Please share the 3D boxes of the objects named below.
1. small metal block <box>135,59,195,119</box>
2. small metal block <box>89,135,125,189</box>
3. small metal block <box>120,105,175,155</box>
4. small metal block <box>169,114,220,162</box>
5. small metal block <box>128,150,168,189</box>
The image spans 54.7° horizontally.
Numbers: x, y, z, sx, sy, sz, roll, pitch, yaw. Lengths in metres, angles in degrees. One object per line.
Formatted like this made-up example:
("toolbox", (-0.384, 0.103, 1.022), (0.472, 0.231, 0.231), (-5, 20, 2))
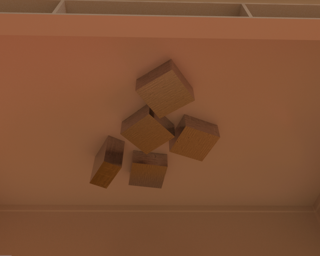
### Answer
("small metal block", (0.006, -0.046, 0.370), (0.050, 0.025, 0.050), (-27, 125, 21))
("small metal block", (-0.073, 0.047, 0.432), (0.025, 0.050, 0.050), (23, 126, -19))
("small metal block", (-0.016, 0.002, 0.410), (0.050, 0.025, 0.050), (-33, 123, 24))
("small metal block", (0.046, 0.014, 0.422), (0.050, 0.025, 0.050), (18, 128, -15))
("small metal block", (-0.018, 0.062, 0.462), (0.050, 0.025, 0.050), (7, 130, -7))
